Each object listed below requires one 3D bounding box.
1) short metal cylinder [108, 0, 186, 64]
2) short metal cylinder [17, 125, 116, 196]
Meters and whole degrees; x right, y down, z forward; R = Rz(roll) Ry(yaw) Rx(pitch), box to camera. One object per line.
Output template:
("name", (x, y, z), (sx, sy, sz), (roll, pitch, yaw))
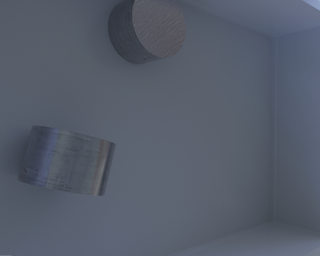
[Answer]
("short metal cylinder", (-0.015, -0.122, 0.377), (0.081, 0.050, 0.080), (0, 90, -40))
("short metal cylinder", (-0.087, 0.032, 0.297), (0.080, 0.080, 0.050), (19, 78, -39))
